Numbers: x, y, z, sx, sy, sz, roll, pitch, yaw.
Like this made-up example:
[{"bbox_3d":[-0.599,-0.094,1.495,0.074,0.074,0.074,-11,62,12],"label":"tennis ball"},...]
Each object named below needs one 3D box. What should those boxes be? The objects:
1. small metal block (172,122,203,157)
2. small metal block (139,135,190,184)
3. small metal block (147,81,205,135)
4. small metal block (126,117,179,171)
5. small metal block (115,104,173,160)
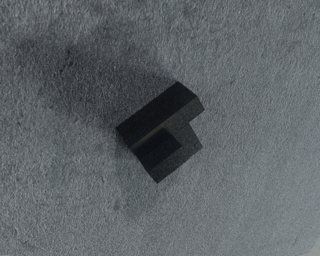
[{"bbox_3d":[0.026,0.005,0.411,0.025,0.050,0.050,-37,130,-4],"label":"small metal block"},{"bbox_3d":[0.000,0.032,0.381,0.050,0.050,0.025,-37,130,-4],"label":"small metal block"},{"bbox_3d":[0.019,-0.026,0.387,0.050,0.050,0.025,-37,130,-4],"label":"small metal block"},{"bbox_3d":[-0.009,0.022,0.418,0.050,0.025,0.050,-37,130,-4],"label":"small metal block"},{"bbox_3d":[-0.021,0.004,0.384,0.050,0.050,0.025,-37,130,-4],"label":"small metal block"}]
